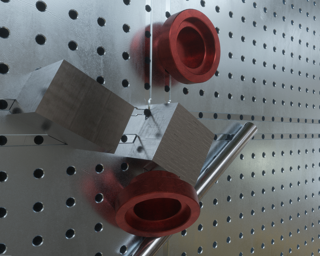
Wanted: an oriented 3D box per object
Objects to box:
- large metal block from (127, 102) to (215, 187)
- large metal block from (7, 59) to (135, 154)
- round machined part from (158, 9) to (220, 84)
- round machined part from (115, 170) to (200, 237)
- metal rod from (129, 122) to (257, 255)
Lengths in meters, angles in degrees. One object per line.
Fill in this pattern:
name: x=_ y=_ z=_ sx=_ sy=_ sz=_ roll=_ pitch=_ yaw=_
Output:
large metal block: x=0.017 y=0.023 z=0.407 sx=0.080 sy=0.050 sz=0.080 roll=38 pitch=67 yaw=-34
large metal block: x=-0.086 y=-0.017 z=0.301 sx=0.080 sy=0.080 sz=0.050 roll=34 pitch=69 yaw=-35
round machined part: x=0.036 y=-0.109 z=0.428 sx=0.099 sy=0.042 sz=0.097 roll=0 pitch=90 yaw=-40
round machined part: x=-0.004 y=0.088 z=0.372 sx=0.098 sy=0.098 sz=0.042 roll=37 pitch=29 yaw=-34
metal rod: x=0.063 y=0.085 z=0.462 sx=0.302 sy=0.025 sz=0.025 roll=-42 pitch=116 yaw=-32
